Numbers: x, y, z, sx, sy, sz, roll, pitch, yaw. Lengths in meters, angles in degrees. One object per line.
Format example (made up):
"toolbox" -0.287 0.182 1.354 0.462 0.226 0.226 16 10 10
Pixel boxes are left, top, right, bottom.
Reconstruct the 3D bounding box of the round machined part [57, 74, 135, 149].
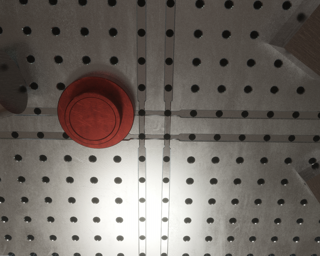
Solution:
"round machined part" -0.082 -0.017 0.397 0.099 0.042 0.097 0 110 -1

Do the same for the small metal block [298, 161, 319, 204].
"small metal block" 0.238 0.076 0.445 0.050 0.025 0.050 -34 107 11

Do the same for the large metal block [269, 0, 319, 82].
"large metal block" 0.193 -0.107 0.364 0.080 0.050 0.080 33 107 -12

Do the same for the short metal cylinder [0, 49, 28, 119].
"short metal cylinder" -0.202 -0.048 0.364 0.050 0.080 0.080 -15 110 5
